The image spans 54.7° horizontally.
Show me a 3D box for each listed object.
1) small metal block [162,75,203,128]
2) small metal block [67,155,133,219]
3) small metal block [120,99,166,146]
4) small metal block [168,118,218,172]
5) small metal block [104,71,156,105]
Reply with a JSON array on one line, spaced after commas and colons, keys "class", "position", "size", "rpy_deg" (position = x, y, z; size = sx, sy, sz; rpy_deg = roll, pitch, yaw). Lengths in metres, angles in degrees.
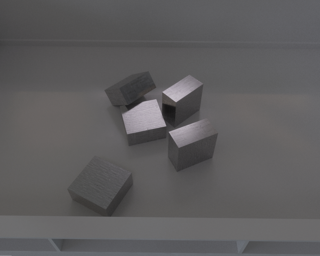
[{"class": "small metal block", "position": [0.030, -0.036, 0.419], "size": [0.050, 0.050, 0.025], "rpy_deg": [-35, 59, -26]}, {"class": "small metal block", "position": [-0.066, 0.066, 0.349], "size": [0.050, 0.025, 0.050], "rpy_deg": [23, 53, 18]}, {"class": "small metal block", "position": [-0.023, -0.008, 0.411], "size": [0.050, 0.025, 0.050], "rpy_deg": [-12, 51, -10]}, {"class": "small metal block", "position": [0.038, 0.021, 0.371], "size": [0.050, 0.050, 0.025], "rpy_deg": [-20, 53, -16]}, {"class": "small metal block", "position": [-0.042, -0.055, 0.434], "size": [0.050, 0.025, 0.050], "rpy_deg": [-35, 21, -26]}]
